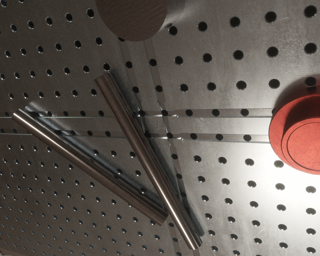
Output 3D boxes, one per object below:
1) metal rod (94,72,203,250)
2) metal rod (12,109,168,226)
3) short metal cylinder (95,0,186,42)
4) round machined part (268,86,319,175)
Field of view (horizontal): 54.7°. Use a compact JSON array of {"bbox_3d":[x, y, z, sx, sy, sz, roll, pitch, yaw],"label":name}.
[{"bbox_3d":[-0.010,0.058,0.450,0.025,0.025,0.299,-16,111,34],"label":"metal rod"},{"bbox_3d":[-0.116,0.062,0.508,0.301,0.025,0.025,34,129,5],"label":"metal rod"},{"bbox_3d":[-0.019,-0.136,0.320,0.080,0.050,0.079,13,124,20],"label":"short metal cylinder"},{"bbox_3d":[0.163,0.010,0.320,0.098,0.042,0.097,13,124,20],"label":"round machined part"}]
